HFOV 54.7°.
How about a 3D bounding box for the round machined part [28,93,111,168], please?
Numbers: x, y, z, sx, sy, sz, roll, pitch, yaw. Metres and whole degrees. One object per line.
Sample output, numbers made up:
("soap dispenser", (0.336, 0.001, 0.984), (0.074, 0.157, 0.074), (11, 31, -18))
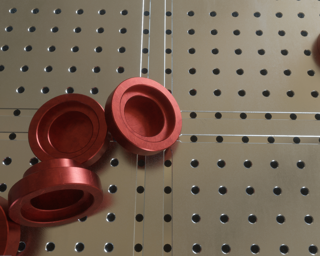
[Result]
("round machined part", (-0.111, 0.008, 0.397), (0.099, 0.042, 0.098), (-1, 69, 2))

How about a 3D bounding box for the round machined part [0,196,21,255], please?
("round machined part", (-0.200, 0.123, 0.348), (0.098, 0.042, 0.098), (-3, 75, 11))

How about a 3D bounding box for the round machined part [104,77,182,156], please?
("round machined part", (-0.024, -0.012, 0.392), (0.099, 0.042, 0.098), (14, 62, -28))

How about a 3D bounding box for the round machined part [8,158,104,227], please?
("round machined part", (-0.116, 0.070, 0.348), (0.099, 0.098, 0.042), (-17, 55, -6))

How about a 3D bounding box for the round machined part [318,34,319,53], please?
("round machined part", (0.290, -0.129, 0.453), (0.099, 0.042, 0.098), (0, 70, -1))
